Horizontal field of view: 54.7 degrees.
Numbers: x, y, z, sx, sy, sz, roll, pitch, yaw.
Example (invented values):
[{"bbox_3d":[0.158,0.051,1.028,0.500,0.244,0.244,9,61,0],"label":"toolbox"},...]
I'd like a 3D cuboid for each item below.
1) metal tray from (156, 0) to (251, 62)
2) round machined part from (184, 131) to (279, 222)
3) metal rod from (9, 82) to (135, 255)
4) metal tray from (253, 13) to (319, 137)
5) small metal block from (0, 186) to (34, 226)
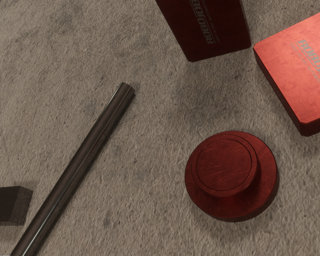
[{"bbox_3d":[0.058,-0.145,0.394,0.090,0.130,0.030,-10,58,22],"label":"metal tray"},{"bbox_3d":[0.072,0.045,0.327,0.098,0.042,0.098,-13,56,20],"label":"round machined part"},{"bbox_3d":[-0.120,0.064,0.425,0.025,0.025,0.300,19,71,35],"label":"metal rod"},{"bbox_3d":[0.173,-0.064,0.349,0.090,0.030,0.130,-25,53,12],"label":"metal tray"},{"bbox_3d":[-0.218,0.113,0.446,0.050,0.025,0.050,-8,58,23],"label":"small metal block"}]
